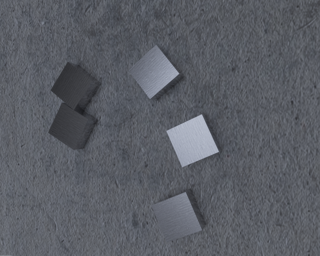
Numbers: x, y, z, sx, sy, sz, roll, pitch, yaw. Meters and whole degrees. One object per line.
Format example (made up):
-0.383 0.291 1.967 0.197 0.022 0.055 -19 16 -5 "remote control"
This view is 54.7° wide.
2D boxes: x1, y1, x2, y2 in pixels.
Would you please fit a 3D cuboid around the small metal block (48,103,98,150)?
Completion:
-0.128 -0.003 0.454 0.050 0.025 0.050 31 100 17 "small metal block"

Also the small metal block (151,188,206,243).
0.025 0.112 0.400 0.050 0.025 0.050 -26 82 18 "small metal block"

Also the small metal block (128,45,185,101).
-0.005 -0.072 0.411 0.050 0.025 0.050 -40 78 15 "small metal block"

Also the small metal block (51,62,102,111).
-0.123 -0.060 0.452 0.050 0.025 0.050 38 102 16 "small metal block"

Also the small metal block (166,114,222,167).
0.044 0.016 0.393 0.050 0.025 0.050 -26 82 18 "small metal block"
